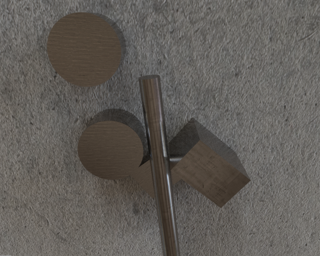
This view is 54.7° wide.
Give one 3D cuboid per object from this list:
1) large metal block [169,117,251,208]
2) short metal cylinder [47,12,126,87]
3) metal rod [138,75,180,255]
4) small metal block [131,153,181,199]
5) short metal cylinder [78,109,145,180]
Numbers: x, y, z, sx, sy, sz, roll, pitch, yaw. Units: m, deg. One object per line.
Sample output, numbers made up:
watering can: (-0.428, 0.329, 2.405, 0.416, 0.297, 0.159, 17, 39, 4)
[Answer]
large metal block: (0.059, 0.041, 0.396, 0.080, 0.080, 0.050, 38, 106, -13)
short metal cylinder: (-0.083, -0.093, 0.361, 0.081, 0.050, 0.079, 0, 110, 0)
metal rod: (0.004, 0.079, 0.412, 0.025, 0.025, 0.298, -6, 110, 2)
small metal block: (-0.006, 0.062, 0.432, 0.050, 0.025, 0.050, -36, 106, 12)
short metal cylinder: (-0.061, 0.020, 0.403, 0.081, 0.050, 0.079, 0, 110, 0)
